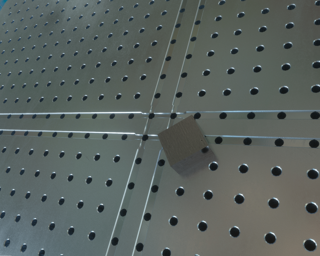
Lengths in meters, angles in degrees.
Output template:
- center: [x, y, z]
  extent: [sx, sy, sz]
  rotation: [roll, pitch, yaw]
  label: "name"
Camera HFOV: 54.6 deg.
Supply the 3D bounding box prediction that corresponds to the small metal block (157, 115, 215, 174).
- center: [0.031, 0.020, 0.381]
  extent: [0.050, 0.025, 0.050]
  rotation: [-30, 52, 9]
  label: "small metal block"
